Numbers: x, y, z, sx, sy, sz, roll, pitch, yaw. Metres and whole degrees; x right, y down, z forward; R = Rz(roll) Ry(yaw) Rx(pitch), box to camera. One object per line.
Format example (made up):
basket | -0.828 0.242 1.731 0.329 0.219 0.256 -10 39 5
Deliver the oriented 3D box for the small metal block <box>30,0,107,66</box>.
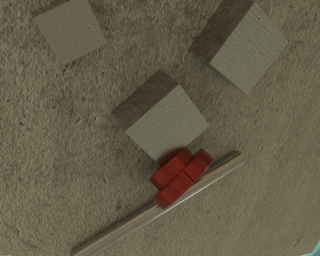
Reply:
small metal block | -0.087 -0.096 0.300 0.050 0.025 0.050 -30 129 -9

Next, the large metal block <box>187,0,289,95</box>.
large metal block | 0.096 -0.100 0.381 0.080 0.050 0.080 29 103 -38

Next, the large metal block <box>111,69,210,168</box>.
large metal block | 0.002 -0.011 0.385 0.080 0.050 0.080 -42 130 0

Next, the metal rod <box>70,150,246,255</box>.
metal rod | 0.003 0.120 0.482 0.301 0.025 0.025 -29 128 -10

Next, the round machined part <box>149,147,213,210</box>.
round machined part | 0.023 0.061 0.424 0.042 0.098 0.098 45 94 5
